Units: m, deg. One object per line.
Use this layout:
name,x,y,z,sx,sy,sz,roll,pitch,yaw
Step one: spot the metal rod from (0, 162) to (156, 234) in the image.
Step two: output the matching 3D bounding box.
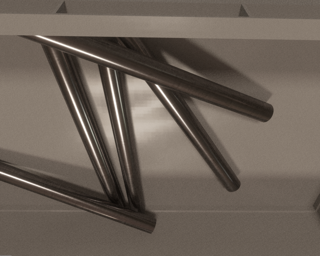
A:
metal rod,-0.147,0.099,0.469,0.302,0.025,0.025,23,126,-11

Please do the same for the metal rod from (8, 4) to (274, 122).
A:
metal rod,0.004,-0.057,0.331,0.302,0.025,0.025,16,129,-25

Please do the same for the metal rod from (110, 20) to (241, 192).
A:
metal rod,0.037,-0.007,0.403,0.025,0.025,0.300,-25,126,19

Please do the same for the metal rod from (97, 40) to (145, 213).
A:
metal rod,-0.048,0.024,0.428,0.025,0.025,0.298,-3,130,2

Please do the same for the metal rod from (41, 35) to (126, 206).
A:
metal rod,-0.092,0.019,0.423,0.025,0.025,0.298,-7,130,5
